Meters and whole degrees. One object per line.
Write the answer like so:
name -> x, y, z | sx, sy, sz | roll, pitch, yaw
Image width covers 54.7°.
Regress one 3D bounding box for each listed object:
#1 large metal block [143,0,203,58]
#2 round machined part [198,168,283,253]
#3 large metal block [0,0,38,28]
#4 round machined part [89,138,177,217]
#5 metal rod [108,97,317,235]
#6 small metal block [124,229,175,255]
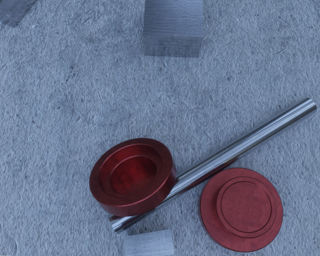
large metal block -> 0.019, -0.152, 0.450 | 0.080, 0.050, 0.080 | 2, 70, 1
round machined part -> 0.096, 0.094, 0.365 | 0.099, 0.042, 0.098 | 0, 70, 0
large metal block -> -0.241, -0.212, 0.470 | 0.080, 0.050, 0.080 | 26, 72, 9
round machined part -> -0.028, 0.061, 0.361 | 0.098, 0.042, 0.098 | -12, 41, 11
metal rod -> 0.074, 0.042, 0.393 | 0.302, 0.025, 0.025 | -29, 73, -10
small metal block -> -0.012, 0.131, 0.347 | 0.050, 0.050, 0.025 | -9, 71, -3
